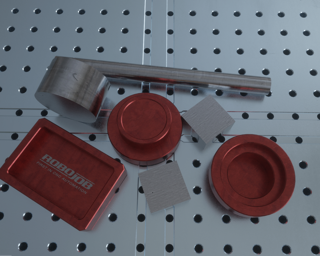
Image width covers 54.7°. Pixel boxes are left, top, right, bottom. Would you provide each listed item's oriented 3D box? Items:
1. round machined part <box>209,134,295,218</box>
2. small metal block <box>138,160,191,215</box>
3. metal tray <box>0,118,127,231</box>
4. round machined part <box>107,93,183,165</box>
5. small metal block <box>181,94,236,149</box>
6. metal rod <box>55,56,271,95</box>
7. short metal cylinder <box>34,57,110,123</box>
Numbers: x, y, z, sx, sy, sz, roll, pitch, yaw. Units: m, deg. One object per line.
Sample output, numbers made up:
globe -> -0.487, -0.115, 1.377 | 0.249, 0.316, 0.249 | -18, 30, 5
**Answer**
round machined part -> 0.109, 0.060, 0.381 | 0.099, 0.042, 0.098 | 0, 70, 0
small metal block -> 0.005, 0.074, 0.385 | 0.050, 0.025, 0.050 | -18, 71, -7
metal tray -> -0.119, 0.056, 0.387 | 0.130, 0.030, 0.090 | 29, 73, 10
round machined part -> -0.020, -0.004, 0.403 | 0.099, 0.042, 0.098 | 0, 67, 0
small metal block -> 0.063, -0.008, 0.415 | 0.050, 0.025, 0.050 | -36, 74, -12
metal rod -> 0.002, -0.075, 0.438 | 0.302, 0.025, 0.025 | 6, 70, 2
short metal cylinder -> -0.111, -0.047, 0.399 | 0.080, 0.080, 0.050 | 17, 71, 6
